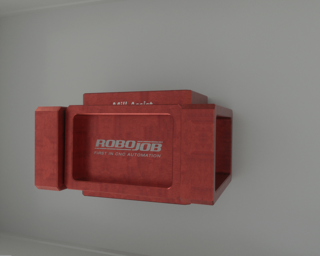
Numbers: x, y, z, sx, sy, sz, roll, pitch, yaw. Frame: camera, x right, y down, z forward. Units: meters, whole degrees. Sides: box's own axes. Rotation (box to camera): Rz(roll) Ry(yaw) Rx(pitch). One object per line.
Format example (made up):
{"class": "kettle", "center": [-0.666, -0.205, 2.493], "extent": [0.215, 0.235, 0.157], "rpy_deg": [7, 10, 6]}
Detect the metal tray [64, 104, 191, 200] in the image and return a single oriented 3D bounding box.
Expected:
{"class": "metal tray", "center": [-0.035, 0.021, 0.323], "extent": [0.130, 0.030, 0.089], "rpy_deg": [1, 90, 19]}

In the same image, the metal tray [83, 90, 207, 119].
{"class": "metal tray", "center": [-0.015, -0.026, 0.378], "extent": [0.130, 0.090, 0.030], "rpy_deg": [0, 91, 20]}

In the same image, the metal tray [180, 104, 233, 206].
{"class": "metal tray", "center": [0.054, 0.022, 0.333], "extent": [0.030, 0.130, 0.089], "rpy_deg": [1, 91, 20]}

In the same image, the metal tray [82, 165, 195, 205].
{"class": "metal tray", "center": [-0.016, 0.064, 0.378], "extent": [0.130, 0.090, 0.030], "rpy_deg": [0, 90, 20]}

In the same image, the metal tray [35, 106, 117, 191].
{"class": "metal tray", "center": [-0.098, 0.021, 0.388], "extent": [0.030, 0.130, 0.089], "rpy_deg": [1, 91, 20]}
